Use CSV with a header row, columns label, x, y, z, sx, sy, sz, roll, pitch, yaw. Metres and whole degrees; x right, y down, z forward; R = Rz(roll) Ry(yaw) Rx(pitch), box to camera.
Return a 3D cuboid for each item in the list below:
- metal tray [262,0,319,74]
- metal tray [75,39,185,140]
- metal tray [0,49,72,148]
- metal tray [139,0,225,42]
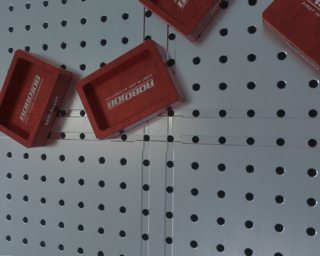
label,x,y,z,sx,sy,sz,roll,pitch,yaw
metal tray,0.192,-0.114,0.342,0.130,0.030,0.090,47,104,14
metal tray,-0.043,-0.049,0.425,0.130,0.030,0.090,-26,82,18
metal tray,-0.202,-0.045,0.482,0.090,0.030,0.129,27,99,18
metal tray,0.045,-0.190,0.394,0.090,0.030,0.130,41,103,15
